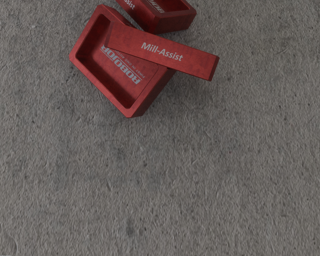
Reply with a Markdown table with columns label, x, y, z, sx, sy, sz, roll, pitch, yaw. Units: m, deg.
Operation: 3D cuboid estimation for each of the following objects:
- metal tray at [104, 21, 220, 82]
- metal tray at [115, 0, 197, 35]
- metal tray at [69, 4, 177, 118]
| label | x | y | z | sx | sy | sz | roll | pitch | yaw |
| --- | --- | --- | --- | --- | --- | --- | --- | --- | --- |
| metal tray | 0.003 | -0.095 | 0.395 | 0.131 | 0.090 | 0.030 | 18 | 101 | -4 |
| metal tray | -0.019 | -0.194 | 0.453 | 0.091 | 0.030 | 0.130 | -26 | 69 | -42 |
| metal tray | -0.052 | -0.087 | 0.411 | 0.130 | 0.030 | 0.090 | 45 | 114 | 14 |
